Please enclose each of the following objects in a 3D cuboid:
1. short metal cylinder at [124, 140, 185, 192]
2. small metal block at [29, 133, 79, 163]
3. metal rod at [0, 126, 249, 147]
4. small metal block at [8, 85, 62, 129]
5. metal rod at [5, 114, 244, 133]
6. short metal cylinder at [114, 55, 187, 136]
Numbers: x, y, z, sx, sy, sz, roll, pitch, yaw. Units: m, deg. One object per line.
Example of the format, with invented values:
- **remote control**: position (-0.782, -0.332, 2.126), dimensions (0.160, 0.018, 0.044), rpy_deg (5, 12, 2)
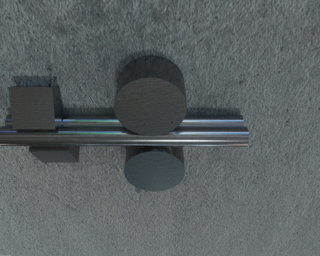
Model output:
- **short metal cylinder**: position (-0.007, 0.043, 0.429), dimensions (0.081, 0.050, 0.079), rpy_deg (0, 130, 0)
- **small metal block**: position (-0.140, 0.028, 0.418), dimensions (0.050, 0.025, 0.050), rpy_deg (0, 157, -1)
- **metal rod**: position (-0.044, 0.010, 0.384), dimensions (0.302, 0.025, 0.025), rpy_deg (0, 130, 0)
- **small metal block**: position (-0.149, -0.025, 0.373), dimensions (0.050, 0.025, 0.050), rpy_deg (0, 103, 0)
- **metal rod**: position (-0.045, -0.005, 0.404), dimensions (0.302, 0.025, 0.025), rpy_deg (0, 130, -1)
- **short metal cylinder**: position (-0.010, -0.037, 0.360), dimensions (0.081, 0.050, 0.079), rpy_deg (0, 130, 0)
